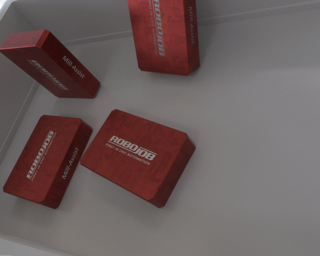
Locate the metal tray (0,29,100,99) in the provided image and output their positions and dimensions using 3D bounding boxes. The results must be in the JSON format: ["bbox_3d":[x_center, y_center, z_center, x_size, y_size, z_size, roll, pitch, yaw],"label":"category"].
[{"bbox_3d":[-0.167,-0.094,0.484,0.090,0.130,0.030,5,64,30],"label":"metal tray"}]

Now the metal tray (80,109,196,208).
[{"bbox_3d":[-0.031,0.034,0.398,0.130,0.030,0.090,20,72,35],"label":"metal tray"}]

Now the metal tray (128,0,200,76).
[{"bbox_3d":[0.005,-0.141,0.426,0.090,0.129,0.030,13,35,33],"label":"metal tray"}]

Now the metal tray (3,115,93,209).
[{"bbox_3d":[-0.166,0.046,0.462,0.090,0.030,0.130,6,64,31],"label":"metal tray"}]
